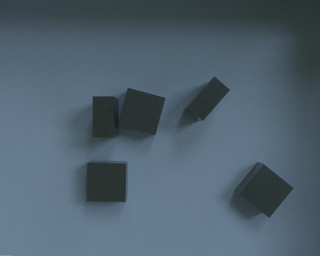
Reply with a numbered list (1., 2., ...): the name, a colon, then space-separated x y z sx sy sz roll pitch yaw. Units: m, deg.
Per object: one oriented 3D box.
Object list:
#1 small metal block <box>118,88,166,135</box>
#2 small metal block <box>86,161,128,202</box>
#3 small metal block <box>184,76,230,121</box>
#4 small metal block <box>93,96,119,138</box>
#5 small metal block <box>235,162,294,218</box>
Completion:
1. small metal block: -0.024 -0.021 0.411 0.050 0.025 0.050 15 90 -1
2. small metal block: -0.069 0.070 0.411 0.050 0.025 0.050 1 90 -1
3. small metal block: 0.059 -0.036 0.400 0.025 0.050 0.050 41 90 -1
4. small metal block: -0.069 -0.014 0.398 0.025 0.050 0.050 0 90 0
5. small metal block: 0.138 0.082 0.413 0.050 0.025 0.050 39 90 -1
